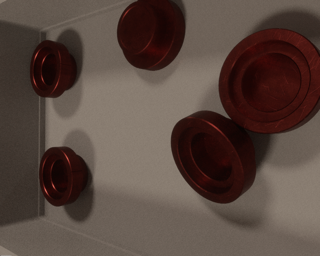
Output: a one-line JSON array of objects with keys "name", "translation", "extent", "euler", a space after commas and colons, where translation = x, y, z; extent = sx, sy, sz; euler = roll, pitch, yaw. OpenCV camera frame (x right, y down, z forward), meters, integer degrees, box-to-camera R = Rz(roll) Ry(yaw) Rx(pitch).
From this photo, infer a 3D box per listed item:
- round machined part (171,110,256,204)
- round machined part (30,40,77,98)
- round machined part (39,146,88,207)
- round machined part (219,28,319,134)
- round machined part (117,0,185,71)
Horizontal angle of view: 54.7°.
[{"name": "round machined part", "translation": [0.060, 0.027, 0.329], "extent": [0.098, 0.042, 0.097], "euler": [32, 135, 38]}, {"name": "round machined part", "translation": [-0.184, -0.101, 0.544], "extent": [0.098, 0.042, 0.097], "euler": [0, 90, 39]}, {"name": "round machined part", "translation": [-0.160, 0.080, 0.524], "extent": [0.098, 0.042, 0.097], "euler": [0, 90, 39]}, {"name": "round machined part", "translation": [0.111, -0.043, 0.303], "extent": [0.098, 0.042, 0.097], "euler": [-1, 89, 39]}, {"name": "round machined part", "translation": [-0.019, -0.127, 0.409], "extent": [0.098, 0.042, 0.097], "euler": [0, 90, 39]}]
